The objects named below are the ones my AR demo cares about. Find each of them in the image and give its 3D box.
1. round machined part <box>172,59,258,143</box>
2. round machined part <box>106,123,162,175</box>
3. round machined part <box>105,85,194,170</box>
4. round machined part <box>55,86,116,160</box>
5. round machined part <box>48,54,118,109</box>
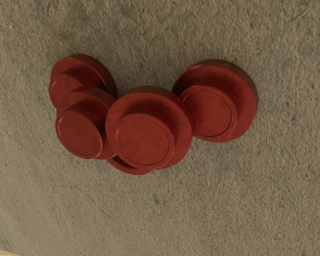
[{"bbox_3d":[0.057,-0.024,0.350,0.098,0.042,0.097,13,124,20],"label":"round machined part"},{"bbox_3d":[-0.036,0.013,0.423,0.098,0.042,0.097,13,124,20],"label":"round machined part"},{"bbox_3d":[-0.014,0.006,0.340,0.098,0.042,0.097,5,117,10],"label":"round machined part"},{"bbox_3d":[-0.090,0.000,0.388,0.098,0.042,0.097,13,124,20],"label":"round machined part"},{"bbox_3d":[-0.111,-0.048,0.423,0.098,0.042,0.097,13,124,20],"label":"round machined part"}]
